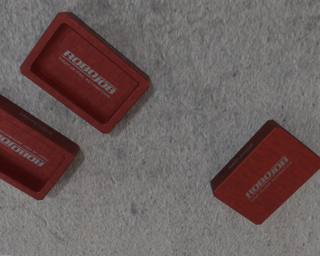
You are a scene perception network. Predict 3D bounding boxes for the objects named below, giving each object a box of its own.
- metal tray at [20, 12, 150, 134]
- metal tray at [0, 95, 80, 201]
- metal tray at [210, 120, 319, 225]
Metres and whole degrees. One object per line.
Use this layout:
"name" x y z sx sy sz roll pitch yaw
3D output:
"metal tray" -0.089 -0.065 0.381 0.130 0.030 0.090 38 105 -14
"metal tray" -0.188 0.028 0.414 0.130 0.030 0.090 36 106 -13
"metal tray" 0.146 0.064 0.433 0.090 0.030 0.130 36 106 -13
